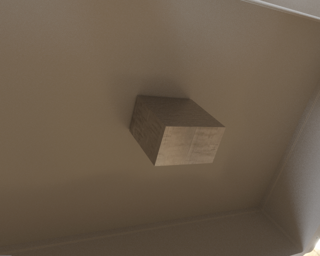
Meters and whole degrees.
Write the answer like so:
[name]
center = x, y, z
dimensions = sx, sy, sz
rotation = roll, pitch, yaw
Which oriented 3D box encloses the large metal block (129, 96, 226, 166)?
[large metal block]
center = 0.018, 0.001, 0.380
dimensions = 0.081, 0.080, 0.050
rotation = 1, 118, -29
